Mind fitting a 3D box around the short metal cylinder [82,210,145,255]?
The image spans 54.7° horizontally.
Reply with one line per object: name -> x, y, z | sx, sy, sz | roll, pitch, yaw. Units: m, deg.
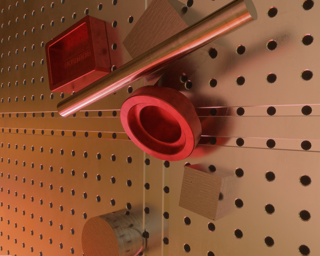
short metal cylinder -> -0.068, 0.163, 0.447 | 0.080, 0.050, 0.079 | 0, 90, 39

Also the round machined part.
round machined part -> 0.005, -0.010, 0.372 | 0.098, 0.042, 0.097 | 20, 137, 20

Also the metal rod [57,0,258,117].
metal rod -> -0.030, -0.068, 0.367 | 0.299, 0.025, 0.025 | -20, 78, 38

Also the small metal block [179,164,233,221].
small metal block -> 0.053, 0.074, 0.364 | 0.050, 0.025, 0.050 | 14, 99, 39

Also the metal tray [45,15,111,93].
metal tray -> -0.141, -0.119, 0.519 | 0.130, 0.030, 0.090 | -15, 81, 38

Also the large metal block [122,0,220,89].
large metal block -> 0.011, -0.104, 0.382 | 0.080, 0.050, 0.080 | -46, 63, 30
